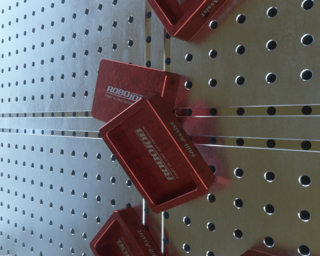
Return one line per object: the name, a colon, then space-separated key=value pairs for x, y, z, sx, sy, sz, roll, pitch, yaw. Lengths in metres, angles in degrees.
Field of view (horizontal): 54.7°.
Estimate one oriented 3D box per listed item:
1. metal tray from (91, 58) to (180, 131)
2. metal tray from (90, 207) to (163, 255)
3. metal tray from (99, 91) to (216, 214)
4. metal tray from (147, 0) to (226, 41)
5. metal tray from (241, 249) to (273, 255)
metal tray: x=-0.039 y=-0.043 z=0.436 sx=0.130 sy=0.030 sz=0.089 roll=20 pitch=102 yaw=38
metal tray: x=-0.040 y=0.190 z=0.436 sx=0.130 sy=0.030 sz=0.090 roll=51 pitch=119 yaw=27
metal tray: x=-0.005 y=0.033 z=0.377 sx=0.090 sy=0.030 sz=0.130 roll=-32 pitch=93 yaw=35
metal tray: x=0.044 y=-0.182 z=0.368 sx=0.129 sy=0.030 sz=0.090 roll=-43 pitch=65 yaw=31
metal tray: x=0.135 y=0.179 z=0.293 sx=0.130 sy=0.030 sz=0.089 roll=1 pitch=91 yaw=39
